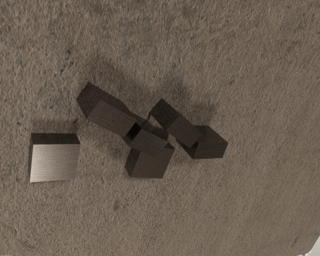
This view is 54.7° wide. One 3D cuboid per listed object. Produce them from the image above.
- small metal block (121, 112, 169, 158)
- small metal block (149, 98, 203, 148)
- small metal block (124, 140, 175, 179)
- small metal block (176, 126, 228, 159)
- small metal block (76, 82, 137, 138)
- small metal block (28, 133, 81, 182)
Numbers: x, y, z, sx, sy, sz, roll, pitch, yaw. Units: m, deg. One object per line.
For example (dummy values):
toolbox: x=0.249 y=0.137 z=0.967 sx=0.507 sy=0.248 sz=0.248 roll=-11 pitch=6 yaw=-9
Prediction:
small metal block: x=-0.025 y=0.005 z=0.377 sx=0.050 sy=0.050 sz=0.025 roll=28 pitch=103 yaw=-47
small metal block: x=0.020 y=-0.006 z=0.399 sx=0.025 sy=0.050 sz=0.050 roll=-49 pitch=129 yaw=6
small metal block: x=-0.014 y=0.041 z=0.426 sx=0.050 sy=0.025 sz=0.050 roll=8 pitch=114 yaw=-33
small metal block: x=0.058 y=0.019 z=0.436 sx=0.050 sy=0.050 sz=0.025 roll=1 pitch=118 yaw=-29
small metal block: x=-0.060 y=-0.021 z=0.346 sx=0.050 sy=0.050 sz=0.025 roll=30 pitch=102 yaw=-38
small metal block: x=-0.124 y=0.034 z=0.361 sx=0.050 sy=0.025 sz=0.050 roll=1 pitch=118 yaw=-29
